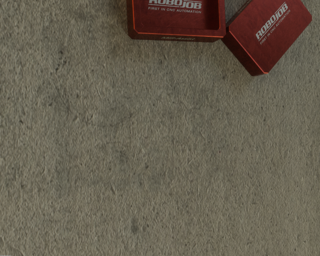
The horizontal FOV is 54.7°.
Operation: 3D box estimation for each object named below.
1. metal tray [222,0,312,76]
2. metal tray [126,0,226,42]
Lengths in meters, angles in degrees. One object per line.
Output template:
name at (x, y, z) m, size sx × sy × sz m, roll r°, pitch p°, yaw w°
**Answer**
metal tray at (0.160, -0.153, 0.465) m, size 0.090 × 0.030 × 0.130 m, roll 45°, pitch 76°, yaw -15°
metal tray at (0.022, -0.165, 0.414) m, size 0.131 × 0.030 × 0.089 m, roll -4°, pitch 91°, yaw -20°
